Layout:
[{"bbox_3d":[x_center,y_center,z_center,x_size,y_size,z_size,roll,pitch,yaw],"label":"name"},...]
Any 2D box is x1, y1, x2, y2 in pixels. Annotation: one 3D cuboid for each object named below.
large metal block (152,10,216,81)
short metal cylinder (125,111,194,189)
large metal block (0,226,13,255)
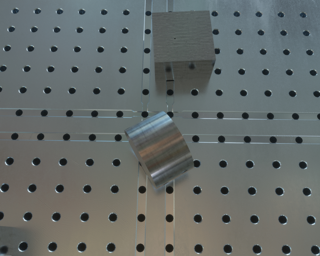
[{"bbox_3d":[0.031,-0.117,0.441,0.081,0.050,0.080,-3,70,-1],"label":"large metal block"},{"bbox_3d":[-0.002,0.026,0.373,0.050,0.080,0.080,-28,73,-10],"label":"short metal cylinder"},{"bbox_3d":[-0.216,0.137,0.331,0.081,0.080,0.050,-10,71,-4],"label":"large metal block"}]
